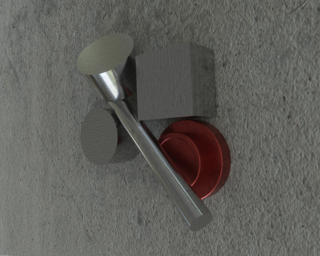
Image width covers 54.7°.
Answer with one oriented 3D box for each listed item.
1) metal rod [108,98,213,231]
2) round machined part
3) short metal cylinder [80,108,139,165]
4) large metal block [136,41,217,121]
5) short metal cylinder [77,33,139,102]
[{"bbox_3d":[-0.030,0.000,0.387,0.025,0.025,0.300,-60,43,23],"label":"metal rod"},{"bbox_3d":[0.030,0.038,0.369,0.098,0.042,0.097,0,90,40],"label":"round machined part"},{"bbox_3d":[-0.070,0.012,0.449,0.080,0.050,0.080,0,90,40],"label":"short metal cylinder"},{"bbox_3d":[0.019,-0.051,0.372,0.080,0.050,0.080,-4,88,40],"label":"large metal block"},{"bbox_3d":[-0.063,-0.082,0.418,0.080,0.050,0.080,-11,50,14],"label":"short metal cylinder"}]
